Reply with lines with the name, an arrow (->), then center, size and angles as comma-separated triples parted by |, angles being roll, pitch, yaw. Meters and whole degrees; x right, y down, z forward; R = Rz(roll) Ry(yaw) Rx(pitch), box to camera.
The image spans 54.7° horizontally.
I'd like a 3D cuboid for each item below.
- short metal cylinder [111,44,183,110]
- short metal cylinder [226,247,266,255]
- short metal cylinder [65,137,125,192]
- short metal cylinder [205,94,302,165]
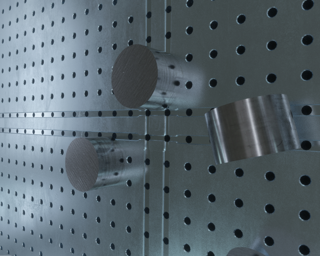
short metal cylinder -> -0.017, -0.064, 0.406 | 0.080, 0.050, 0.079 | 0, 90, 39
short metal cylinder -> 0.089, 0.165, 0.299 | 0.080, 0.081, 0.050 | 38, 113, 33
short metal cylinder -> -0.099, 0.053, 0.473 | 0.080, 0.050, 0.079 | 0, 90, 39
short metal cylinder -> 0.088, 0.003, 0.300 | 0.080, 0.081, 0.050 | -18, 79, 38
